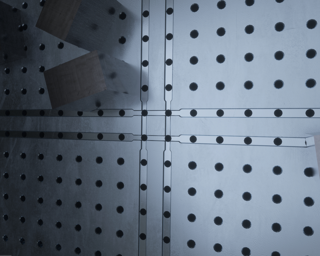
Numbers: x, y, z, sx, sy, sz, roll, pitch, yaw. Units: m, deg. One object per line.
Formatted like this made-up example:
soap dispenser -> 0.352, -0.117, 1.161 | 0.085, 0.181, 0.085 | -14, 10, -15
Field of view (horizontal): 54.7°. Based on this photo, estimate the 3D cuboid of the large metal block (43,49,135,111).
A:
large metal block -> -0.091, -0.058, 0.414 | 0.080, 0.080, 0.050 | -17, 85, 19

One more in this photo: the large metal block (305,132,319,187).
large metal block -> 0.198, 0.027, 0.314 | 0.080, 0.080, 0.050 | -8, 88, 19

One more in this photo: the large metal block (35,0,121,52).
large metal block -> -0.107, -0.154, 0.420 | 0.050, 0.080, 0.080 | 29, 99, 17

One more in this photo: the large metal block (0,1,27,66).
large metal block -> -0.267, -0.146, 0.491 | 0.080, 0.050, 0.080 | -10, 87, 19
